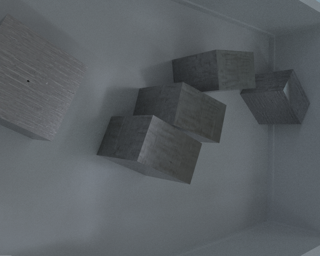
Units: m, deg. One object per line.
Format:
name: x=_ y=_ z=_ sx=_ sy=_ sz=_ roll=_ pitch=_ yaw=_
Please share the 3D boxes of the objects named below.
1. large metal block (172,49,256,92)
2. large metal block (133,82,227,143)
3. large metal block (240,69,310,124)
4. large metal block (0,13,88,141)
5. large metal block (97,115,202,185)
large metal block: x=0.076 y=-0.076 z=0.436 sx=0.081 sy=0.080 sz=0.050 roll=-9 pitch=96 yaw=-40
large metal block: x=0.023 y=-0.016 z=0.392 sx=0.080 sy=0.080 sz=0.050 roll=21 pitch=77 yaw=-39
large metal block: x=0.202 y=-0.051 z=0.543 sx=0.080 sy=0.080 sz=0.050 roll=49 pitch=61 yaw=-29
large metal block: x=-0.127 y=-0.041 z=0.285 sx=0.080 sy=0.050 sz=0.080 roll=33 pitch=70 yaw=-36
large metal block: x=-0.012 y=0.025 z=0.362 sx=0.080 sy=0.080 sz=0.050 roll=30 pitch=72 yaw=-37
